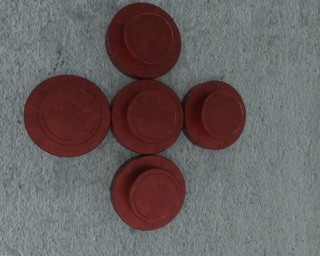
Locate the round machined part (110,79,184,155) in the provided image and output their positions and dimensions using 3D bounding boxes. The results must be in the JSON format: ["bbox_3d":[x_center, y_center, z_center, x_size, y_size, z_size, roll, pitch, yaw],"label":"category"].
[{"bbox_3d":[-0.013,-0.014,0.397,0.099,0.042,0.097,0,90,-21],"label":"round machined part"}]

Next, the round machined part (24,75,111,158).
[{"bbox_3d":[-0.106,-0.014,0.363,0.099,0.042,0.097,0,90,-21],"label":"round machined part"}]

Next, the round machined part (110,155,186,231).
[{"bbox_3d":[-0.011,0.084,0.398,0.099,0.042,0.097,0,90,-21],"label":"round machined part"}]

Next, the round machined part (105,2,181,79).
[{"bbox_3d":[-0.017,-0.112,0.396,0.099,0.042,0.097,0,90,-21],"label":"round machined part"}]

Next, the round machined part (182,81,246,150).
[{"bbox_3d":[0.079,-0.018,0.432,0.099,0.042,0.097,0,90,-21],"label":"round machined part"}]
